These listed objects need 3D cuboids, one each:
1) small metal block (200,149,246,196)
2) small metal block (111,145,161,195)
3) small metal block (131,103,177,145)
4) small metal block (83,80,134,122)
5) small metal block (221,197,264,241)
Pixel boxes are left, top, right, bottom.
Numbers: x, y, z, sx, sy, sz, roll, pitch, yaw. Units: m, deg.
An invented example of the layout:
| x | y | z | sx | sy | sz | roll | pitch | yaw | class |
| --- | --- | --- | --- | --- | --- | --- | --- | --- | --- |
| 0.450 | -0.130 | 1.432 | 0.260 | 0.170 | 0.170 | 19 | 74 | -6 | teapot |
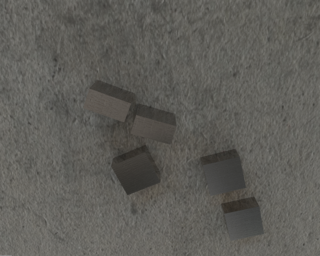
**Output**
| x | y | z | sx | sy | sz | roll | pitch | yaw | class |
| --- | --- | --- | --- | --- | --- | --- | --- | --- | --- |
| 0.088 | 0.062 | 0.434 | 0.050 | 0.025 | 0.050 | -14 | 110 | 5 | small metal block |
| -0.033 | 0.058 | 0.431 | 0.050 | 0.025 | 0.050 | -23 | 109 | 7 | small metal block |
| -0.008 | -0.006 | 0.394 | 0.050 | 0.050 | 0.025 | 16 | 109 | -6 | small metal block |
| -0.062 | -0.034 | 0.383 | 0.050 | 0.050 | 0.025 | 20 | 109 | -8 | small metal block |
| 0.123 | 0.135 | 0.462 | 0.050 | 0.025 | 0.050 | -14 | 110 | 4 | small metal block |
